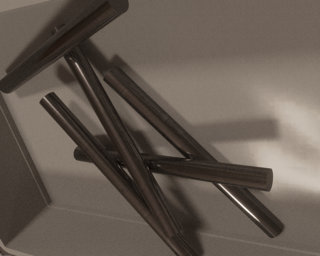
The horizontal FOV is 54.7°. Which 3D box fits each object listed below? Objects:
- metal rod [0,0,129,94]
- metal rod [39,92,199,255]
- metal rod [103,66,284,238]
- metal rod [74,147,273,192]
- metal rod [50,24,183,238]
[{"bbox_3d":[-0.142,-0.092,0.389,0.299,0.025,0.025,-14,112,45],"label":"metal rod"},{"bbox_3d":[-0.057,0.069,0.429,0.300,0.025,0.025,48,129,1],"label":"metal rod"},{"bbox_3d":[0.045,0.033,0.404,0.300,0.025,0.025,43,129,-3],"label":"metal rod"},{"bbox_3d":[-0.006,0.048,0.415,0.300,0.025,0.025,3,120,35],"label":"metal rod"},{"bbox_3d":[-0.056,0.004,0.398,0.025,0.025,0.299,-29,90,37],"label":"metal rod"}]
